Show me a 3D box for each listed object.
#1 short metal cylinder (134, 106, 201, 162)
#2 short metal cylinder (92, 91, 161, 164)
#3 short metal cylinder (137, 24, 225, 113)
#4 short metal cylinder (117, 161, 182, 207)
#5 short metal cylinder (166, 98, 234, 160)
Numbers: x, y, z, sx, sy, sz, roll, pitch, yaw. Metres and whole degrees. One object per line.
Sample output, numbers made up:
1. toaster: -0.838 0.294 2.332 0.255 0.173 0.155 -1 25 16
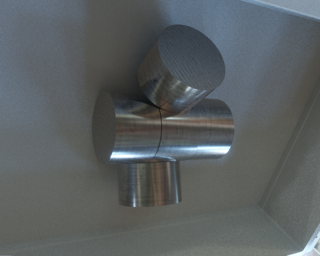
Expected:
1. short metal cylinder: 0.005 0.001 0.374 0.050 0.080 0.079 1 118 -29
2. short metal cylinder: -0.040 0.000 0.349 0.050 0.080 0.079 1 118 -29
3. short metal cylinder: 0.023 -0.063 0.335 0.081 0.080 0.050 2 155 -29
4. short metal cylinder: -0.013 0.069 0.397 0.081 0.080 0.050 0 84 -29
5. short metal cylinder: 0.049 0.001 0.398 0.050 0.080 0.079 1 118 -29
